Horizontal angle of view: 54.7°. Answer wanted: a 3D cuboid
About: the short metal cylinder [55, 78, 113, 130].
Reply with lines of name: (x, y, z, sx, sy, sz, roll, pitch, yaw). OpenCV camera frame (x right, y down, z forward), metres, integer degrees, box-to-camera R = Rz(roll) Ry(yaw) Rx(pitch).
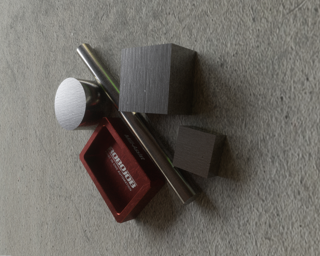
short metal cylinder: (-0.121, -0.036, 0.487, 0.080, 0.050, 0.079, 0, 90, 39)

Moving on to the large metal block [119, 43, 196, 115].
large metal block: (-0.004, -0.058, 0.392, 0.080, 0.050, 0.079, 6, 94, 39)

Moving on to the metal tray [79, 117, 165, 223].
metal tray: (-0.060, 0.058, 0.450, 0.130, 0.030, 0.090, 52, 120, 27)

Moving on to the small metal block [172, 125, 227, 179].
small metal block: (0.046, 0.027, 0.367, 0.050, 0.025, 0.050, 17, 101, 38)

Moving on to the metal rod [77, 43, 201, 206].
metal rod: (-0.043, -0.021, 0.439, 0.025, 0.025, 0.300, -52, 60, 27)
